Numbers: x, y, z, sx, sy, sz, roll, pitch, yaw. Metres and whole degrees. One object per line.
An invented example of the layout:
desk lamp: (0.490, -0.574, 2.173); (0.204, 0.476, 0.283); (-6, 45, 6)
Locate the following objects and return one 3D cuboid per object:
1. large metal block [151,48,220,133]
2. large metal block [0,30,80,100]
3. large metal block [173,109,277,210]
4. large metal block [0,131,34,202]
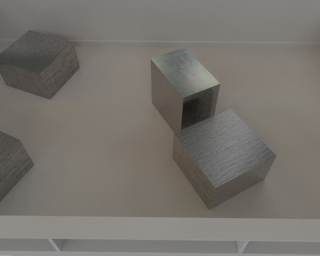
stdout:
large metal block: (0.029, -0.044, 0.407); (0.050, 0.080, 0.080); (-23, 54, -18)
large metal block: (-0.183, -0.097, 0.469); (0.080, 0.050, 0.080); (18, 52, 14)
large metal block: (0.070, 0.034, 0.361); (0.081, 0.050, 0.080); (-23, 54, -18)
large metal block: (-0.209, 0.043, 0.351); (0.080, 0.050, 0.080); (21, 53, 17)
